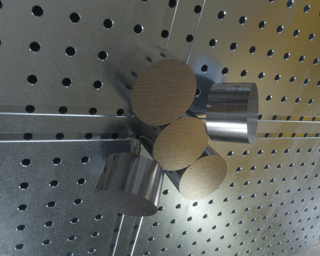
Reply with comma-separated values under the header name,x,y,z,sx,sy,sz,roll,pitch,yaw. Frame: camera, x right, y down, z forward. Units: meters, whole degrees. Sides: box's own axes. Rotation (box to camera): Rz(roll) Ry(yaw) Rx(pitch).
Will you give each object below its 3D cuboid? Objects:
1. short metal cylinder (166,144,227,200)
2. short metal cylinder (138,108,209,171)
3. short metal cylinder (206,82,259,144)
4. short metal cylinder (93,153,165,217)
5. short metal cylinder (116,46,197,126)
name,x,y,z,sx,sy,sz,roll,pitch,yaw
short metal cylinder,0.052,0.060,0.463,0.081,0.050,0.079,-14,125,-21
short metal cylinder,0.017,0.010,0.412,0.081,0.050,0.079,-14,125,-21
short metal cylinder,0.098,-0.020,0.412,0.080,0.050,0.079,-14,106,-62
short metal cylinder,-0.038,0.074,0.394,0.080,0.050,0.080,8,145,6
short metal cylinder,-0.005,-0.050,0.363,0.081,0.050,0.079,-14,125,-21
